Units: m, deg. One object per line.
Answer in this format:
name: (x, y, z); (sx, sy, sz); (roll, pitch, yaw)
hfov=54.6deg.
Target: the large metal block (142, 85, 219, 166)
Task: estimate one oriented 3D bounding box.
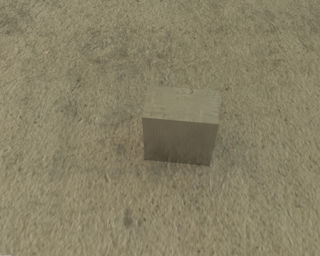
large metal block: (0.024, -0.001, 0.369); (0.080, 0.080, 0.050); (5, 50, 4)
